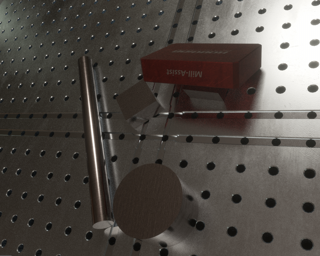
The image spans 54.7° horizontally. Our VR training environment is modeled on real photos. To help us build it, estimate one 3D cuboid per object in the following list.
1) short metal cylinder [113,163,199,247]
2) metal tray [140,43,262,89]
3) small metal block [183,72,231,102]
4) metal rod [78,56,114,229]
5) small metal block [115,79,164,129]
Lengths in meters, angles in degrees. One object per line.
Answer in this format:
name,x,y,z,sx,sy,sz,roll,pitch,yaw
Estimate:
short metal cylinder,-0.004,0.085,0.341,0.080,0.050,0.080,-13,56,20
metal tray,0.053,-0.084,0.397,0.130,0.030,0.091,10,31,32
small metal block,0.065,-0.065,0.410,0.050,0.025,0.050,11,74,32
metal rod,-0.100,-0.001,0.459,0.025,0.025,0.299,-25,53,13
small metal block,-0.030,-0.035,0.444,0.050,0.025,0.050,-33,52,6
